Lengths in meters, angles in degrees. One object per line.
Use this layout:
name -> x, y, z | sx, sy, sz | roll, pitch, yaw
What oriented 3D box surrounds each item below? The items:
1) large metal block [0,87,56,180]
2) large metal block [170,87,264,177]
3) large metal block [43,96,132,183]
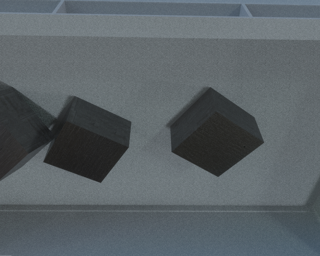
large metal block -> -0.192, 0.010, 0.379 | 0.080, 0.050, 0.080 | -36, 96, 26
large metal block -> 0.071, 0.008, 0.401 | 0.080, 0.050, 0.080 | 30, 124, -23
large metal block -> -0.094, 0.017, 0.406 | 0.080, 0.050, 0.080 | 25, 126, -21
